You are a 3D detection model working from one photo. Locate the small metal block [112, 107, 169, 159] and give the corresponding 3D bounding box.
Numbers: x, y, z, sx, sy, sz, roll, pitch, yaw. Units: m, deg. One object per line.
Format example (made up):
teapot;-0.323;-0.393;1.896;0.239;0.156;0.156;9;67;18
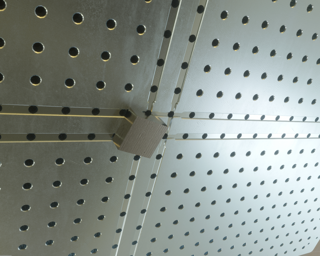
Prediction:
small metal block;-0.025;0.007;0.401;0.050;0.025;0.050;20;108;-36
